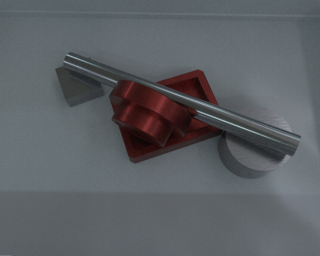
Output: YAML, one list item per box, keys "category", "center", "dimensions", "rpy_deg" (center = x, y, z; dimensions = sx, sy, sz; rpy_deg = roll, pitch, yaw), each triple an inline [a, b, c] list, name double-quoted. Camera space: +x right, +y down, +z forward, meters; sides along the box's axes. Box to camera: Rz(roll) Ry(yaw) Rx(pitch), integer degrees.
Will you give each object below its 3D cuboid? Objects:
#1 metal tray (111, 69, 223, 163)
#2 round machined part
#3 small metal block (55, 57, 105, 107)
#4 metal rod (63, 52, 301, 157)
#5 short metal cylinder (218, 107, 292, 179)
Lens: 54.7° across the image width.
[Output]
- category: "metal tray"
  center: [0.010, -0.017, 0.411]
  dimensions: [0.131, 0.030, 0.090]
  rpy_deg: [-18, 71, -7]
- category: "round machined part"
  center: [-0.016, -0.012, 0.360]
  dimensions: [0.098, 0.098, 0.042]
  rpy_deg: [26, 80, 9]
- category: "small metal block"
  center: [-0.111, -0.064, 0.430]
  dimensions: [0.050, 0.025, 0.050]
  rpy_deg: [-21, 72, -8]
- category: "metal rod"
  center: [0.015, -0.035, 0.377]
  dimensions: [0.301, 0.025, 0.025]
  rpy_deg: [22, 71, 14]
- category: "short metal cylinder"
  center: [0.118, 0.020, 0.389]
  dimensions: [0.081, 0.050, 0.080]
  rpy_deg: [0, 70, 0]
